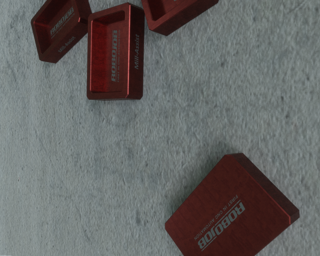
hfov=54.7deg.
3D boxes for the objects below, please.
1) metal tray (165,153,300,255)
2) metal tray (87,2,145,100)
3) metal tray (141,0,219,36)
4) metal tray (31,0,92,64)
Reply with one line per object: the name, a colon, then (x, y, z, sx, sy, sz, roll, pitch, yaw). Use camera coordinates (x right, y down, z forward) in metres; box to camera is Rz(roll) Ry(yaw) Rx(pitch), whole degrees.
metal tray: (0.072, 0.102, 0.341, 0.090, 0.030, 0.129, 50, 119, 28)
metal tray: (-0.067, -0.106, 0.454, 0.090, 0.030, 0.129, 2, 91, 39)
metal tray: (0.013, -0.195, 0.388, 0.090, 0.030, 0.129, -23, 76, 37)
metal tray: (-0.174, -0.184, 0.541, 0.130, 0.030, 0.090, -28, 73, 36)
